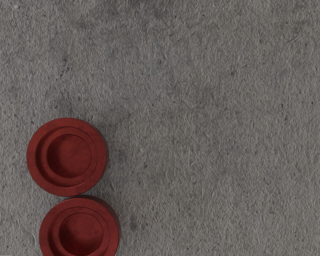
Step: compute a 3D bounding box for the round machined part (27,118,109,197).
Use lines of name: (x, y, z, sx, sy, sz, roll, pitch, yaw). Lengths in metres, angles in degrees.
round machined part: (-0.115, 0.036, 0.400, 0.099, 0.042, 0.097, 0, 90, 0)

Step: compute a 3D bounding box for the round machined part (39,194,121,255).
round machined part: (-0.100, 0.134, 0.401, 0.099, 0.042, 0.097, 0, 90, 0)
